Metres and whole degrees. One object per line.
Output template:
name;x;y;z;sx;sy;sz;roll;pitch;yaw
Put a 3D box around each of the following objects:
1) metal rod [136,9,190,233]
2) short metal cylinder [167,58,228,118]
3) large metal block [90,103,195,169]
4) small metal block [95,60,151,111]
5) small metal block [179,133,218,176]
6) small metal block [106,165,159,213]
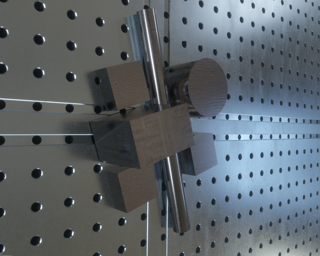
metal rod;0.006;-0.003;0.416;0.025;0.025;0.298;-16;100;-39
short metal cylinder;0.050;-0.055;0.436;0.081;0.050;0.079;0;90;-40
large metal block;-0.020;0.006;0.356;0.081;0.080;0.050;-20;103;-39
small metal block;-0.044;-0.051;0.374;0.050;0.025;0.050;-22;104;-38
small metal block;0.056;0.037;0.459;0.050;0.025;0.050;-19;102;-39
small metal block;-0.033;0.069;0.383;0.050;0.025;0.050;-20;103;-38
